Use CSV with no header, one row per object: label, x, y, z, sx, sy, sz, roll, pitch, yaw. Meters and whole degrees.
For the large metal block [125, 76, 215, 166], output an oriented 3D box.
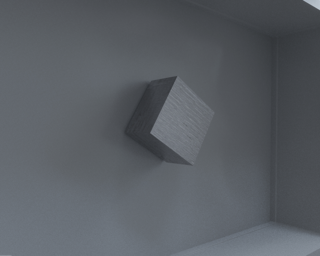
large metal block,0.015,-0.008,0.397,0.080,0.050,0.080,39,66,-34
